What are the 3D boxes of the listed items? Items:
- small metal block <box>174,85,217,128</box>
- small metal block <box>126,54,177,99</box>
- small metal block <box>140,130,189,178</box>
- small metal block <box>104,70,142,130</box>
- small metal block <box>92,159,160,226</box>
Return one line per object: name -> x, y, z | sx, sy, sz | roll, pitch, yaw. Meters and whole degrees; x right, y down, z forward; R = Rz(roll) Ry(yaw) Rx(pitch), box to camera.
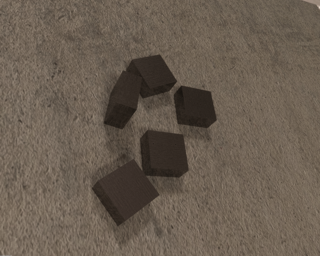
small metal block -> 0.051, -0.030, 0.451 | 0.050, 0.025, 0.050 | 8, 58, -25
small metal block -> -0.012, -0.075, 0.445 | 0.050, 0.025, 0.050 | -20, 73, -36
small metal block -> 0.005, 0.033, 0.388 | 0.050, 0.025, 0.050 | 8, 58, -25
small metal block -> -0.046, -0.034, 0.385 | 0.025, 0.050, 0.050 | 19, 54, -18
small metal block -> -0.038, 0.070, 0.342 | 0.050, 0.025, 0.050 | -30, 79, -38
